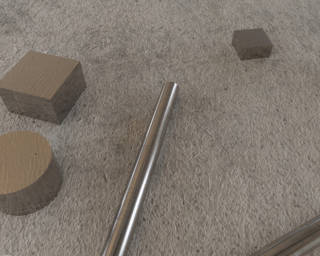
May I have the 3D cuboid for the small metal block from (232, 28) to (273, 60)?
[{"bbox_3d":[0.155,-0.142,0.524,0.050,0.025,0.050,-7,50,-6],"label":"small metal block"}]

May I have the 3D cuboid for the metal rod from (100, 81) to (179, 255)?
[{"bbox_3d":[-0.021,0.053,0.358,0.025,0.025,0.300,11,51,9],"label":"metal rod"}]

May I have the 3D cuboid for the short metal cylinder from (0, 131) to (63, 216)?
[{"bbox_3d":[-0.155,0.049,0.344,0.081,0.050,0.080,0,50,0],"label":"short metal cylinder"}]

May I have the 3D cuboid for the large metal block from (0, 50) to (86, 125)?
[{"bbox_3d":[-0.162,-0.058,0.435,0.080,0.050,0.080,14,51,11],"label":"large metal block"}]

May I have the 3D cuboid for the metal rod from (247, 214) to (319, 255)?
[{"bbox_3d":[0.066,0.142,0.284,0.302,0.025,0.025,-21,53,-17],"label":"metal rod"}]
